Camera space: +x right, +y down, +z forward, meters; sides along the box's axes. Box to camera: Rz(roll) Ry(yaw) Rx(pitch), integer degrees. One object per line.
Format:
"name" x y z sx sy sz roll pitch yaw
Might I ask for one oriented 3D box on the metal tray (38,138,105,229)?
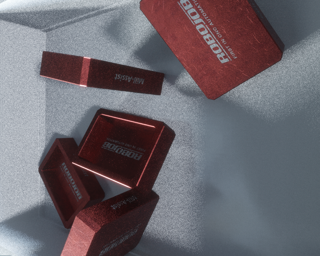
"metal tray" -0.155 0.091 0.527 0.090 0.030 0.130 -51 60 27

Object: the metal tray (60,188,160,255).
"metal tray" -0.059 0.128 0.381 0.030 0.131 0.089 31 108 24

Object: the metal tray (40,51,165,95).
"metal tray" -0.069 -0.068 0.393 0.090 0.131 0.030 17 101 38

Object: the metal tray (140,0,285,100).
"metal tray" 0.053 -0.104 0.318 0.090 0.030 0.130 -32 102 35

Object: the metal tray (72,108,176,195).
"metal tray" -0.053 0.027 0.420 0.130 0.030 0.090 13 72 39
